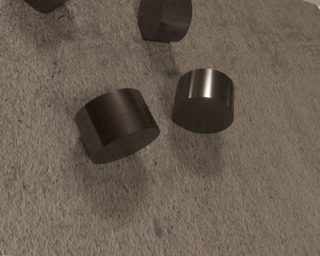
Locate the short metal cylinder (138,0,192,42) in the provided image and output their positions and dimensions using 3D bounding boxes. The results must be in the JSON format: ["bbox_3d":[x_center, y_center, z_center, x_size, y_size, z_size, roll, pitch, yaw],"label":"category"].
[{"bbox_3d":[0.006,-0.177,0.482,0.050,0.080,0.080,-3,63,-30],"label":"short metal cylinder"}]

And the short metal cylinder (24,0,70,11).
[{"bbox_3d":[-0.152,-0.204,0.412,0.080,0.080,0.050,41,51,-1],"label":"short metal cylinder"}]

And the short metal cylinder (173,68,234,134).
[{"bbox_3d":[0.061,-0.035,0.424,0.080,0.080,0.050,22,54,-16],"label":"short metal cylinder"}]

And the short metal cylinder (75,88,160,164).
[{"bbox_3d":[-0.047,-0.001,0.345,0.081,0.080,0.050,-16,70,-35],"label":"short metal cylinder"}]
